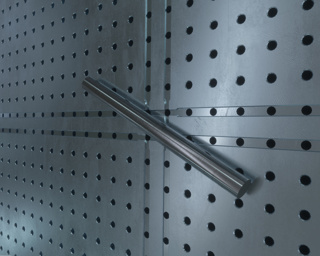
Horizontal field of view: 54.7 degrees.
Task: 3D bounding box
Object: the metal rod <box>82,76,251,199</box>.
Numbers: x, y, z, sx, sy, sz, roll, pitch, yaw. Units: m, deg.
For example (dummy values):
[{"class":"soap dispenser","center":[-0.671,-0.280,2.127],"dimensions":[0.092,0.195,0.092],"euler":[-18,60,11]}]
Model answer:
[{"class":"metal rod","center":[-0.012,-0.003,0.418],"dimensions":[0.300,0.025,0.025],"euler":[34,111,34]}]
